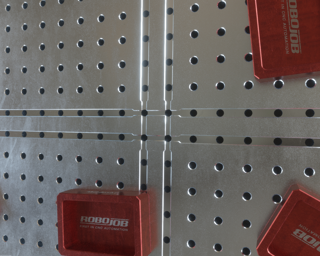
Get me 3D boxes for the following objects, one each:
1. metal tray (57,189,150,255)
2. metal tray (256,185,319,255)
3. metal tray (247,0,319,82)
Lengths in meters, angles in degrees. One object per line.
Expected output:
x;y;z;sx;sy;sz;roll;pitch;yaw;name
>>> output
-0.081;0.136;0.437;0.130;0.030;0.089;-2;89;19;metal tray
0.187;0.135;0.343;0.130;0.030;0.090;30;100;17;metal tray
0.150;-0.124;0.356;0.090;0.030;0.129;-6;88;19;metal tray
